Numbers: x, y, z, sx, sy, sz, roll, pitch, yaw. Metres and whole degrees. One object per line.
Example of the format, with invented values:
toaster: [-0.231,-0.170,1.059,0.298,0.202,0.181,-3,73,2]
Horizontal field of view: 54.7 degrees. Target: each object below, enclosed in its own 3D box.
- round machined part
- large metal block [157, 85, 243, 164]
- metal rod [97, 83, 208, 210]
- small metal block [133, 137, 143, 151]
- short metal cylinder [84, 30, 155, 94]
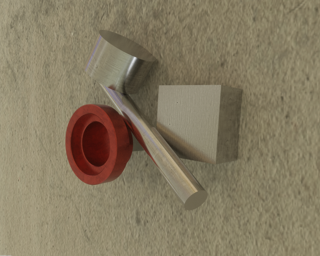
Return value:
round machined part: [-0.072,0.019,0.388,0.098,0.042,0.097,2,92,39]
large metal block: [0.043,-0.006,0.353,0.080,0.050,0.079,6,94,39]
metal rod: [-0.036,-0.017,0.385,0.300,0.025,0.025,51,121,44]
small metal block: [-0.045,0.007,0.426,0.025,0.050,0.050,-3,89,40]
short metal cylinder: [-0.053,-0.088,0.413,0.080,0.081,0.050,45,117,30]
